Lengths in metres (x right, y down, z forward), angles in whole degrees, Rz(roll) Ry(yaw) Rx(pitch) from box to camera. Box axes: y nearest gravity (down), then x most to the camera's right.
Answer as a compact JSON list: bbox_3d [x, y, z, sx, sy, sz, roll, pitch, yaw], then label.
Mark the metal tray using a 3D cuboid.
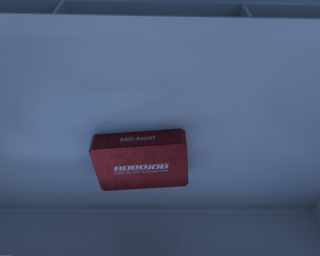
[{"bbox_3d":[-0.027,0.048,0.447,0.131,0.030,0.089,-4,130,3],"label":"metal tray"}]
